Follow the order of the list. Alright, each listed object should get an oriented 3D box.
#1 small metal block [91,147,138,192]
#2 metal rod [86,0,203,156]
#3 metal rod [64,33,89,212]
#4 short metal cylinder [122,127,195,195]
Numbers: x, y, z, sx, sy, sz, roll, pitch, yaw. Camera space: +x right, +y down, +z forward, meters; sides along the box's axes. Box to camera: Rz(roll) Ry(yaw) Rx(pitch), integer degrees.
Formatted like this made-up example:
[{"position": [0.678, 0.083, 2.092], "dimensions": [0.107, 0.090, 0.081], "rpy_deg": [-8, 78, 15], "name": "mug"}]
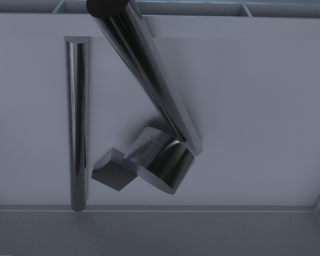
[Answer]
[{"position": [-0.066, 0.063, 0.462], "dimensions": [0.050, 0.025, 0.050], "rpy_deg": [33, 123, -25], "name": "small metal block"}, {"position": [0.010, -0.020, 0.300], "dimensions": [0.025, 0.025, 0.300], "rpy_deg": [-13, 158, 11], "name": "metal rod"}, {"position": [-0.112, 0.017, 0.421], "dimensions": [0.025, 0.025, 0.298], "rpy_deg": [7, 130, -6], "name": "metal rod"}, {"position": [-0.002, 0.043, 0.402], "dimensions": [0.080, 0.050, 0.080], "rpy_deg": [31, 161, 12], "name": "short metal cylinder"}]
